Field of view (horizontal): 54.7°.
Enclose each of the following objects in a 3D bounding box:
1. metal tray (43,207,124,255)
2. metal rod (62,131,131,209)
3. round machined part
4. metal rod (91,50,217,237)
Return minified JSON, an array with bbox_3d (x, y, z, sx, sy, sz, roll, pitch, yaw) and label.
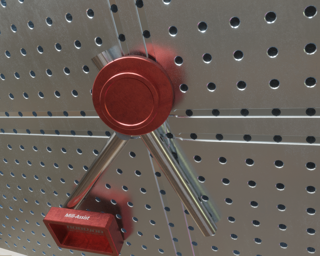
[{"bbox_3d":[-0.141,0.193,0.578,0.130,0.030,0.089,2,128,16],"label":"metal tray"},{"bbox_3d":[-0.127,0.097,0.535,0.025,0.025,0.298,40,129,0],"label":"metal rod"},{"bbox_3d":[-0.034,-0.036,0.372,0.099,0.042,0.097,1,109,4],"label":"round machined part"},{"bbox_3d":[-0.001,0.030,0.429,0.025,0.025,0.299,-21,108,35],"label":"metal rod"}]
